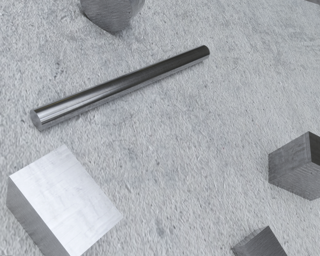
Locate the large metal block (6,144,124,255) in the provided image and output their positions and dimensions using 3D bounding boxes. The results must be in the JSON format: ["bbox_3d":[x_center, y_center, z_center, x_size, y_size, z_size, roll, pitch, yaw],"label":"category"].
[{"bbox_3d":[-0.089,0.074,0.276,0.080,0.080,0.050,49,51,6],"label":"large metal block"}]

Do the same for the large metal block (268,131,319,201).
[{"bbox_3d":[0.218,0.058,0.450,0.080,0.080,0.050,24,53,-14],"label":"large metal block"}]

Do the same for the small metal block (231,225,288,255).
[{"bbox_3d":[0.123,0.155,0.375,0.050,0.025,0.050,-20,72,-35],"label":"small metal block"}]

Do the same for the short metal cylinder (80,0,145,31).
[{"bbox_3d":[-0.068,-0.189,0.447,0.080,0.080,0.050,33,52,-7],"label":"short metal cylinder"}]

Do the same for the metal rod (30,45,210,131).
[{"bbox_3d":[-0.031,-0.068,0.428,0.302,0.025,0.025,-30,78,-38],"label":"metal rod"}]
